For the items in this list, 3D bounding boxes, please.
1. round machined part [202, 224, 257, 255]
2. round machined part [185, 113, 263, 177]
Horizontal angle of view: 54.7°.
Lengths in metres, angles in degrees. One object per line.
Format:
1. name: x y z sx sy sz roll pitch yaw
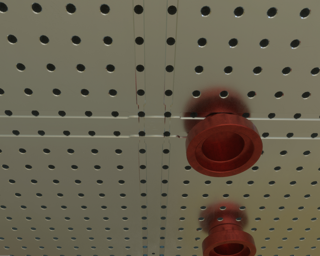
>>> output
1. round machined part: 0.129 0.220 0.590 0.099 0.042 0.097 -1 130 0
2. round machined part: 0.083 0.019 0.418 0.099 0.042 0.097 -1 130 0
